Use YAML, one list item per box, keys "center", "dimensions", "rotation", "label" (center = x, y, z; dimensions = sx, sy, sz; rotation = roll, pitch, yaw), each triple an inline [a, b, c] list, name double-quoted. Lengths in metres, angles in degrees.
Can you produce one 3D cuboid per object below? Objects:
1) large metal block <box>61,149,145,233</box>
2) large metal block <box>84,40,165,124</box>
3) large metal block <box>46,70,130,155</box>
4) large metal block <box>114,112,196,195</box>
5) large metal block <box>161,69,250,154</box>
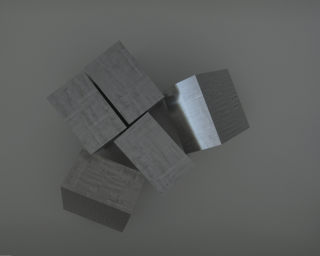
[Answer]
- center: [-0.069, 0.079, 0.375]
  dimensions: [0.080, 0.080, 0.050]
  rotation: [22, 55, -1]
  label: "large metal block"
- center: [-0.040, -0.051, 0.382]
  dimensions: [0.050, 0.080, 0.080]
  rotation: [-39, 91, 0]
  label: "large metal block"
- center: [-0.081, -0.017, 0.382]
  dimensions: [0.050, 0.080, 0.080]
  rotation: [-38, 90, 0]
  label: "large metal block"
- center: [-0.006, 0.028, 0.382]
  dimensions: [0.050, 0.080, 0.080]
  rotation: [-42, 91, 0]
  label: "large metal block"
- center: [0.058, -0.022, 0.377]
  dimensions: [0.050, 0.081, 0.080]
  rotation: [-21, 90, 40]
  label: "large metal block"
